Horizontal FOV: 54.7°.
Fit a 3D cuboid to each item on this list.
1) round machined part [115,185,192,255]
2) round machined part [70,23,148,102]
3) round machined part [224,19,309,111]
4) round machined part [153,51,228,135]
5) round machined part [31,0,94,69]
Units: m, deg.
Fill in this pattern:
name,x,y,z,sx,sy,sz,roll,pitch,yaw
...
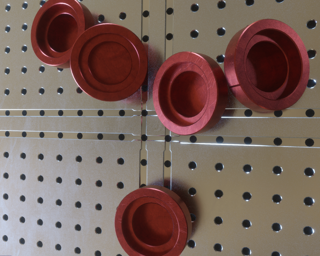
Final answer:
name,x,y,z,sx,sy,sz,roll,pitch,yaw
round machined part,-0.006,0.123,0.405,0.098,0.042,0.097,0,90,19
round machined part,-0.065,-0.086,0.412,0.099,0.042,0.097,-1,102,-4
round machined part,0.113,-0.066,0.346,0.099,0.042,0.097,1,88,-21
round machined part,0.040,-0.041,0.376,0.098,0.042,0.097,5,98,43
round machined part,-0.134,-0.134,0.446,0.098,0.042,0.097,-1,88,24
